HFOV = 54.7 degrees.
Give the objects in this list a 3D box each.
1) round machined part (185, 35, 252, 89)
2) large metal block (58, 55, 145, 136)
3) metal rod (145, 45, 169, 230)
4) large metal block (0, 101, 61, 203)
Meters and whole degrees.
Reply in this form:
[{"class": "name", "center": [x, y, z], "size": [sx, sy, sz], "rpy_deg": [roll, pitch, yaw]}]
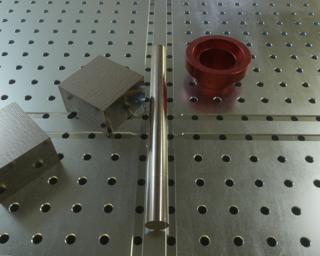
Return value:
[{"class": "round machined part", "center": [0.087, -0.098, 0.480], "size": [0.099, 0.042, 0.098], "rpy_deg": [0, 50, 0]}, {"class": "large metal block", "center": [-0.078, -0.047, 0.430], "size": [0.080, 0.050, 0.080], "rpy_deg": [29, 56, 22]}, {"class": "metal rod", "center": [-0.002, -0.013, 0.418], "size": [0.025, 0.025, 0.300], "rpy_deg": [0, 50, 0]}, {"class": "large metal block", "center": [-0.181, 0.026, 0.368], "size": [0.080, 0.050, 0.080], "rpy_deg": [-37, 59, -27]}]
